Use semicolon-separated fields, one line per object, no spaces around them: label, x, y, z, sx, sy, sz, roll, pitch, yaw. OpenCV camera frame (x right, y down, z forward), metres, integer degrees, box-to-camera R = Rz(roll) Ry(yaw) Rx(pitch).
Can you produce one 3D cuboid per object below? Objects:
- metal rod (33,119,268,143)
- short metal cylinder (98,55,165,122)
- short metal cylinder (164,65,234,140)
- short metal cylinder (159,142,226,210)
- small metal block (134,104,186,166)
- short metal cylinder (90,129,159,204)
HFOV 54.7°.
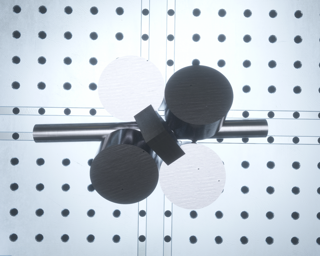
metal rod;-0.012;0.004;0.409;0.302;0.025;0.025;-1;90;0
short metal cylinder;-0.034;-0.048;0.397;0.081;0.050;0.079;0;90;0
short metal cylinder;0.046;-0.030;0.384;0.081;0.050;0.080;0;67;0
short metal cylinder;0.039;0.058;0.397;0.081;0.050;0.079;0;90;0
small metal block;-0.001;0.008;0.362;0.025;0.050;0.050;-35;132;6
short metal cylinder;-0.042;0.047;0.385;0.081;0.050;0.079;0;110;-1
